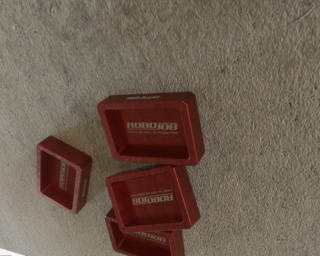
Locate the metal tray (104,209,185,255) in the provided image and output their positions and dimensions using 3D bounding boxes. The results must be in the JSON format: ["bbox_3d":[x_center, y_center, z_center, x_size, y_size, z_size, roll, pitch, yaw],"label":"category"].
[{"bbox_3d":[-0.026,0.188,0.533,0.130,0.030,0.089,7,122,24],"label":"metal tray"}]

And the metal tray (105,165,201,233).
[{"bbox_3d":[-0.014,0.103,0.455,0.130,0.030,0.090,-17,90,34],"label":"metal tray"}]

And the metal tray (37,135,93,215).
[{"bbox_3d":[-0.171,0.086,0.546,0.090,0.030,0.129,26,128,12],"label":"metal tray"}]

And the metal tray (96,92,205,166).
[{"bbox_3d":[-0.013,0.001,0.409,0.130,0.030,0.089,0,117,28],"label":"metal tray"}]
